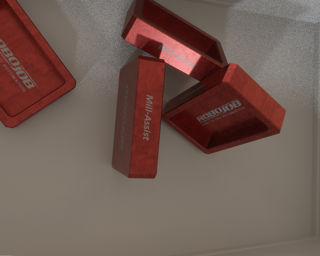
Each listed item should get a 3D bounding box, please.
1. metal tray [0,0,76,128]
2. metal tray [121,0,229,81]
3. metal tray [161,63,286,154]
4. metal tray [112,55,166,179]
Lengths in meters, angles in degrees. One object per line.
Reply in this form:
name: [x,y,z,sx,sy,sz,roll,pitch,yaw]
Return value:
metal tray: [-0.169,-0.076,0.345,0.090,0.030,0.130,-38,103,-16]
metal tray: [0.021,-0.110,0.386,0.131,0.090,0.030,25,125,-19]
metal tray: [0.072,-0.016,0.381,0.090,0.130,0.030,38,58,-17]
metal tray: [-0.028,-0.011,0.366,0.030,0.090,0.129,5,88,-20]
